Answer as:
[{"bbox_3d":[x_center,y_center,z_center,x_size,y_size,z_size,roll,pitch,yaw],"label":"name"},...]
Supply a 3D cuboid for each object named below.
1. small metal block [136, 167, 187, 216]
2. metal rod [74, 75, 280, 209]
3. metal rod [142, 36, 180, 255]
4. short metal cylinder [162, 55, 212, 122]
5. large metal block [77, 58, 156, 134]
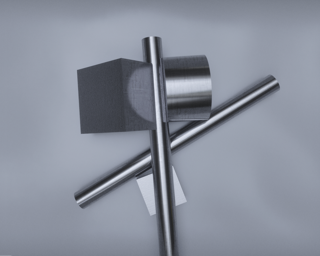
[{"bbox_3d":[0.002,0.081,0.410,0.050,0.025,0.050,-21,90,-1],"label":"small metal block"},{"bbox_3d":[0.023,0.018,0.410,0.301,0.025,0.025,-31,90,-1],"label":"metal rod"},{"bbox_3d":[0.002,0.038,0.384,0.025,0.025,0.298,-5,89,-1],"label":"metal rod"},{"bbox_3d":[0.031,-0.048,0.382,0.050,0.080,0.079,-4,90,-2],"label":"short metal cylinder"},{"bbox_3d":[-0.054,-0.035,0.377,0.080,0.050,0.079,-3,90,40],"label":"large metal block"}]
